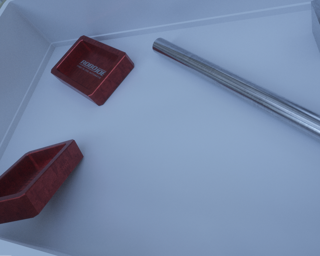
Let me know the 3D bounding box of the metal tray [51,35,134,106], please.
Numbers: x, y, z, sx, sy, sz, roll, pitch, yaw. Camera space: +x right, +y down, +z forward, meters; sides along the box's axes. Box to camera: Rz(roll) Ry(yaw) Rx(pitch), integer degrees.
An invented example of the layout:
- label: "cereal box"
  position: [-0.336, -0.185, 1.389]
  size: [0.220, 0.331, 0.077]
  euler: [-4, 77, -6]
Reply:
- label: "metal tray"
  position: [-0.117, -0.101, 0.522]
  size: [0.130, 0.030, 0.090]
  euler: [31, 78, 37]

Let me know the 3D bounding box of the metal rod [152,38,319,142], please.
- label: "metal rod"
  position: [0.092, -0.057, 0.391]
  size: [0.025, 0.025, 0.300]
  euler: [-48, 52, -5]

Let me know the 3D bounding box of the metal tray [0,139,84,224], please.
- label: "metal tray"
  position: [-0.169, 0.067, 0.404]
  size: [0.090, 0.030, 0.130]
  euler: [-15, 22, 19]

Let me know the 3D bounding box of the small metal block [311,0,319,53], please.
- label: "small metal block"
  position: [0.195, -0.115, 0.358]
  size: [0.025, 0.050, 0.050]
  euler: [-13, 57, 21]
